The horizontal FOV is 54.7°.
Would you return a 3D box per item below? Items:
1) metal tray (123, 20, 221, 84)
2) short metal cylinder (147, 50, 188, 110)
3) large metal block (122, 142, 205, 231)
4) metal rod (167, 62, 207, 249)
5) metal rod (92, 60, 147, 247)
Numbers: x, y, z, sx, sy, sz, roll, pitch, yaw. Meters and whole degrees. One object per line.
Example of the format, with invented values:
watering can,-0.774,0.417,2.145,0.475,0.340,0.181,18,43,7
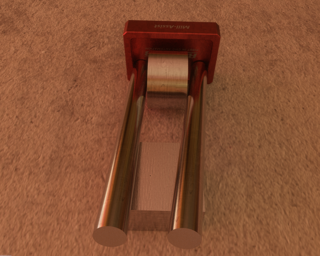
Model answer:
metal tray,0.016,-0.109,0.454,0.131,0.089,0.030,2,50,1
short metal cylinder,0.010,-0.065,0.425,0.050,0.080,0.080,2,50,1
large metal block,0.003,0.062,0.333,0.081,0.050,0.080,1,50,1
metal rod,0.039,-0.004,0.348,0.025,0.025,0.301,7,35,5
metal rod,-0.032,-0.006,0.350,0.025,0.025,0.300,2,35,1
